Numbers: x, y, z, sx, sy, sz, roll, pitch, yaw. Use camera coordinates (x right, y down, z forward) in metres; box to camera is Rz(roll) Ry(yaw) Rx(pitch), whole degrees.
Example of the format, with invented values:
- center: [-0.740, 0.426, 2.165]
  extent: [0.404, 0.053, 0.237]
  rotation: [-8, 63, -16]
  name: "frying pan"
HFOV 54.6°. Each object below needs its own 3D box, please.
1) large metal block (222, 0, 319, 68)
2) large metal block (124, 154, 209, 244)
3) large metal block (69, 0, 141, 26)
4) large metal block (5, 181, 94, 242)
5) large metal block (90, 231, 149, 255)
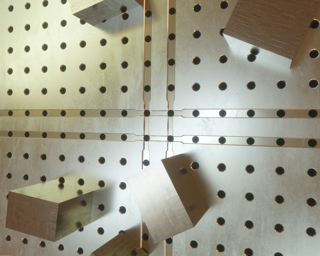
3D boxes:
- center: [0.129, -0.125, 0.354]
  extent: [0.080, 0.050, 0.080]
  rotation: [27, 99, 18]
  name: "large metal block"
- center: [0.011, 0.081, 0.380]
  extent: [0.050, 0.080, 0.080]
  rotation: [-30, 80, 18]
  name: "large metal block"
- center: [-0.082, -0.201, 0.429]
  extent: [0.080, 0.050, 0.080]
  rotation: [-16, 85, 19]
  name: "large metal block"
- center: [-0.153, 0.113, 0.438]
  extent: [0.080, 0.080, 0.050]
  rotation: [8, 93, 20]
  name: "large metal block"
- center: [-0.070, 0.196, 0.409]
  extent: [0.050, 0.080, 0.080]
  rotation: [37, 102, 16]
  name: "large metal block"
